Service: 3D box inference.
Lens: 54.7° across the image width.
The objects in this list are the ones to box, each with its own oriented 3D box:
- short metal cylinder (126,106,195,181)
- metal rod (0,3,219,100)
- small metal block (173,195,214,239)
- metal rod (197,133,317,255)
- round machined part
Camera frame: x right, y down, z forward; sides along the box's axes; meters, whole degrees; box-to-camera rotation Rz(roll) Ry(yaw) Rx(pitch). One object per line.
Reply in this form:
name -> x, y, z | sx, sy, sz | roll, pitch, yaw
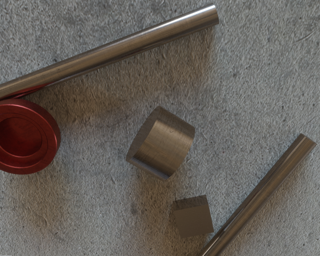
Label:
short metal cylinder -> 0.000, 0.019, 0.388 | 0.050, 0.080, 0.080 | 31, 107, -11
metal rod -> -0.077, -0.085, 0.377 | 0.301, 0.025, 0.025 | -19, 109, 6
small metal block -> 0.049, 0.131, 0.459 | 0.050, 0.025, 0.050 | -12, 110, 4
metal rod -> 0.121, 0.133, 0.460 | 0.025, 0.025, 0.299 | 31, 107, -11
round machined part -> -0.177, 0.008, 0.398 | 0.099, 0.042, 0.097 | -1, 115, -2
